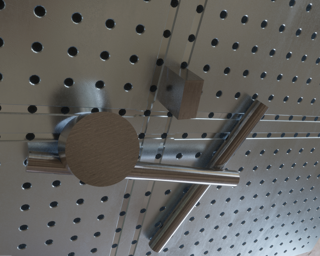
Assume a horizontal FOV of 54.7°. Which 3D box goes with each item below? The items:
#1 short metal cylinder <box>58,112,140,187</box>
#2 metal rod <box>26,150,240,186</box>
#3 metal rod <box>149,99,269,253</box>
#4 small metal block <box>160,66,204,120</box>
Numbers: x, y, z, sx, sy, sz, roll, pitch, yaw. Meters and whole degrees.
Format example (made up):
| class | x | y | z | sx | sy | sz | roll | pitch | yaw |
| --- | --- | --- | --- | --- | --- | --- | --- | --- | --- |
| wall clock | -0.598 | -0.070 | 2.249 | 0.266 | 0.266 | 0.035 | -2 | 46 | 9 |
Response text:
| class | x | y | z | sx | sy | sz | roll | pitch | yaw |
| --- | --- | --- | --- | --- | --- | --- | --- | --- | --- |
| short metal cylinder | -0.070 | 0.022 | 0.350 | 0.081 | 0.050 | 0.079 | 0 | 91 | -27 |
| metal rod | -0.017 | 0.058 | 0.419 | 0.302 | 0.025 | 0.025 | 9 | 114 | -26 |
| metal rod | 0.074 | 0.083 | 0.502 | 0.025 | 0.025 | 0.299 | 25 | 104 | -37 |
| small metal block | 0.026 | -0.044 | 0.382 | 0.025 | 0.050 | 0.050 | -5 | 121 | -26 |
